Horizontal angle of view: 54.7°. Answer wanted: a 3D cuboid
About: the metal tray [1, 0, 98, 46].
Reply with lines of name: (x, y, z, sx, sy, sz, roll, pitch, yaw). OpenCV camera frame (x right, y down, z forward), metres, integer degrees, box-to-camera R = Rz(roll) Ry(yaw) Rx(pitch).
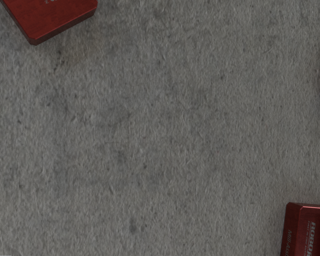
metal tray: (-0.145, -0.173, 0.353, 0.090, 0.030, 0.130, -36, 102, -17)

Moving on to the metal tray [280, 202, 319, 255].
metal tray: (0.242, 0.190, 0.498, 0.091, 0.030, 0.129, 9, 87, -20)
